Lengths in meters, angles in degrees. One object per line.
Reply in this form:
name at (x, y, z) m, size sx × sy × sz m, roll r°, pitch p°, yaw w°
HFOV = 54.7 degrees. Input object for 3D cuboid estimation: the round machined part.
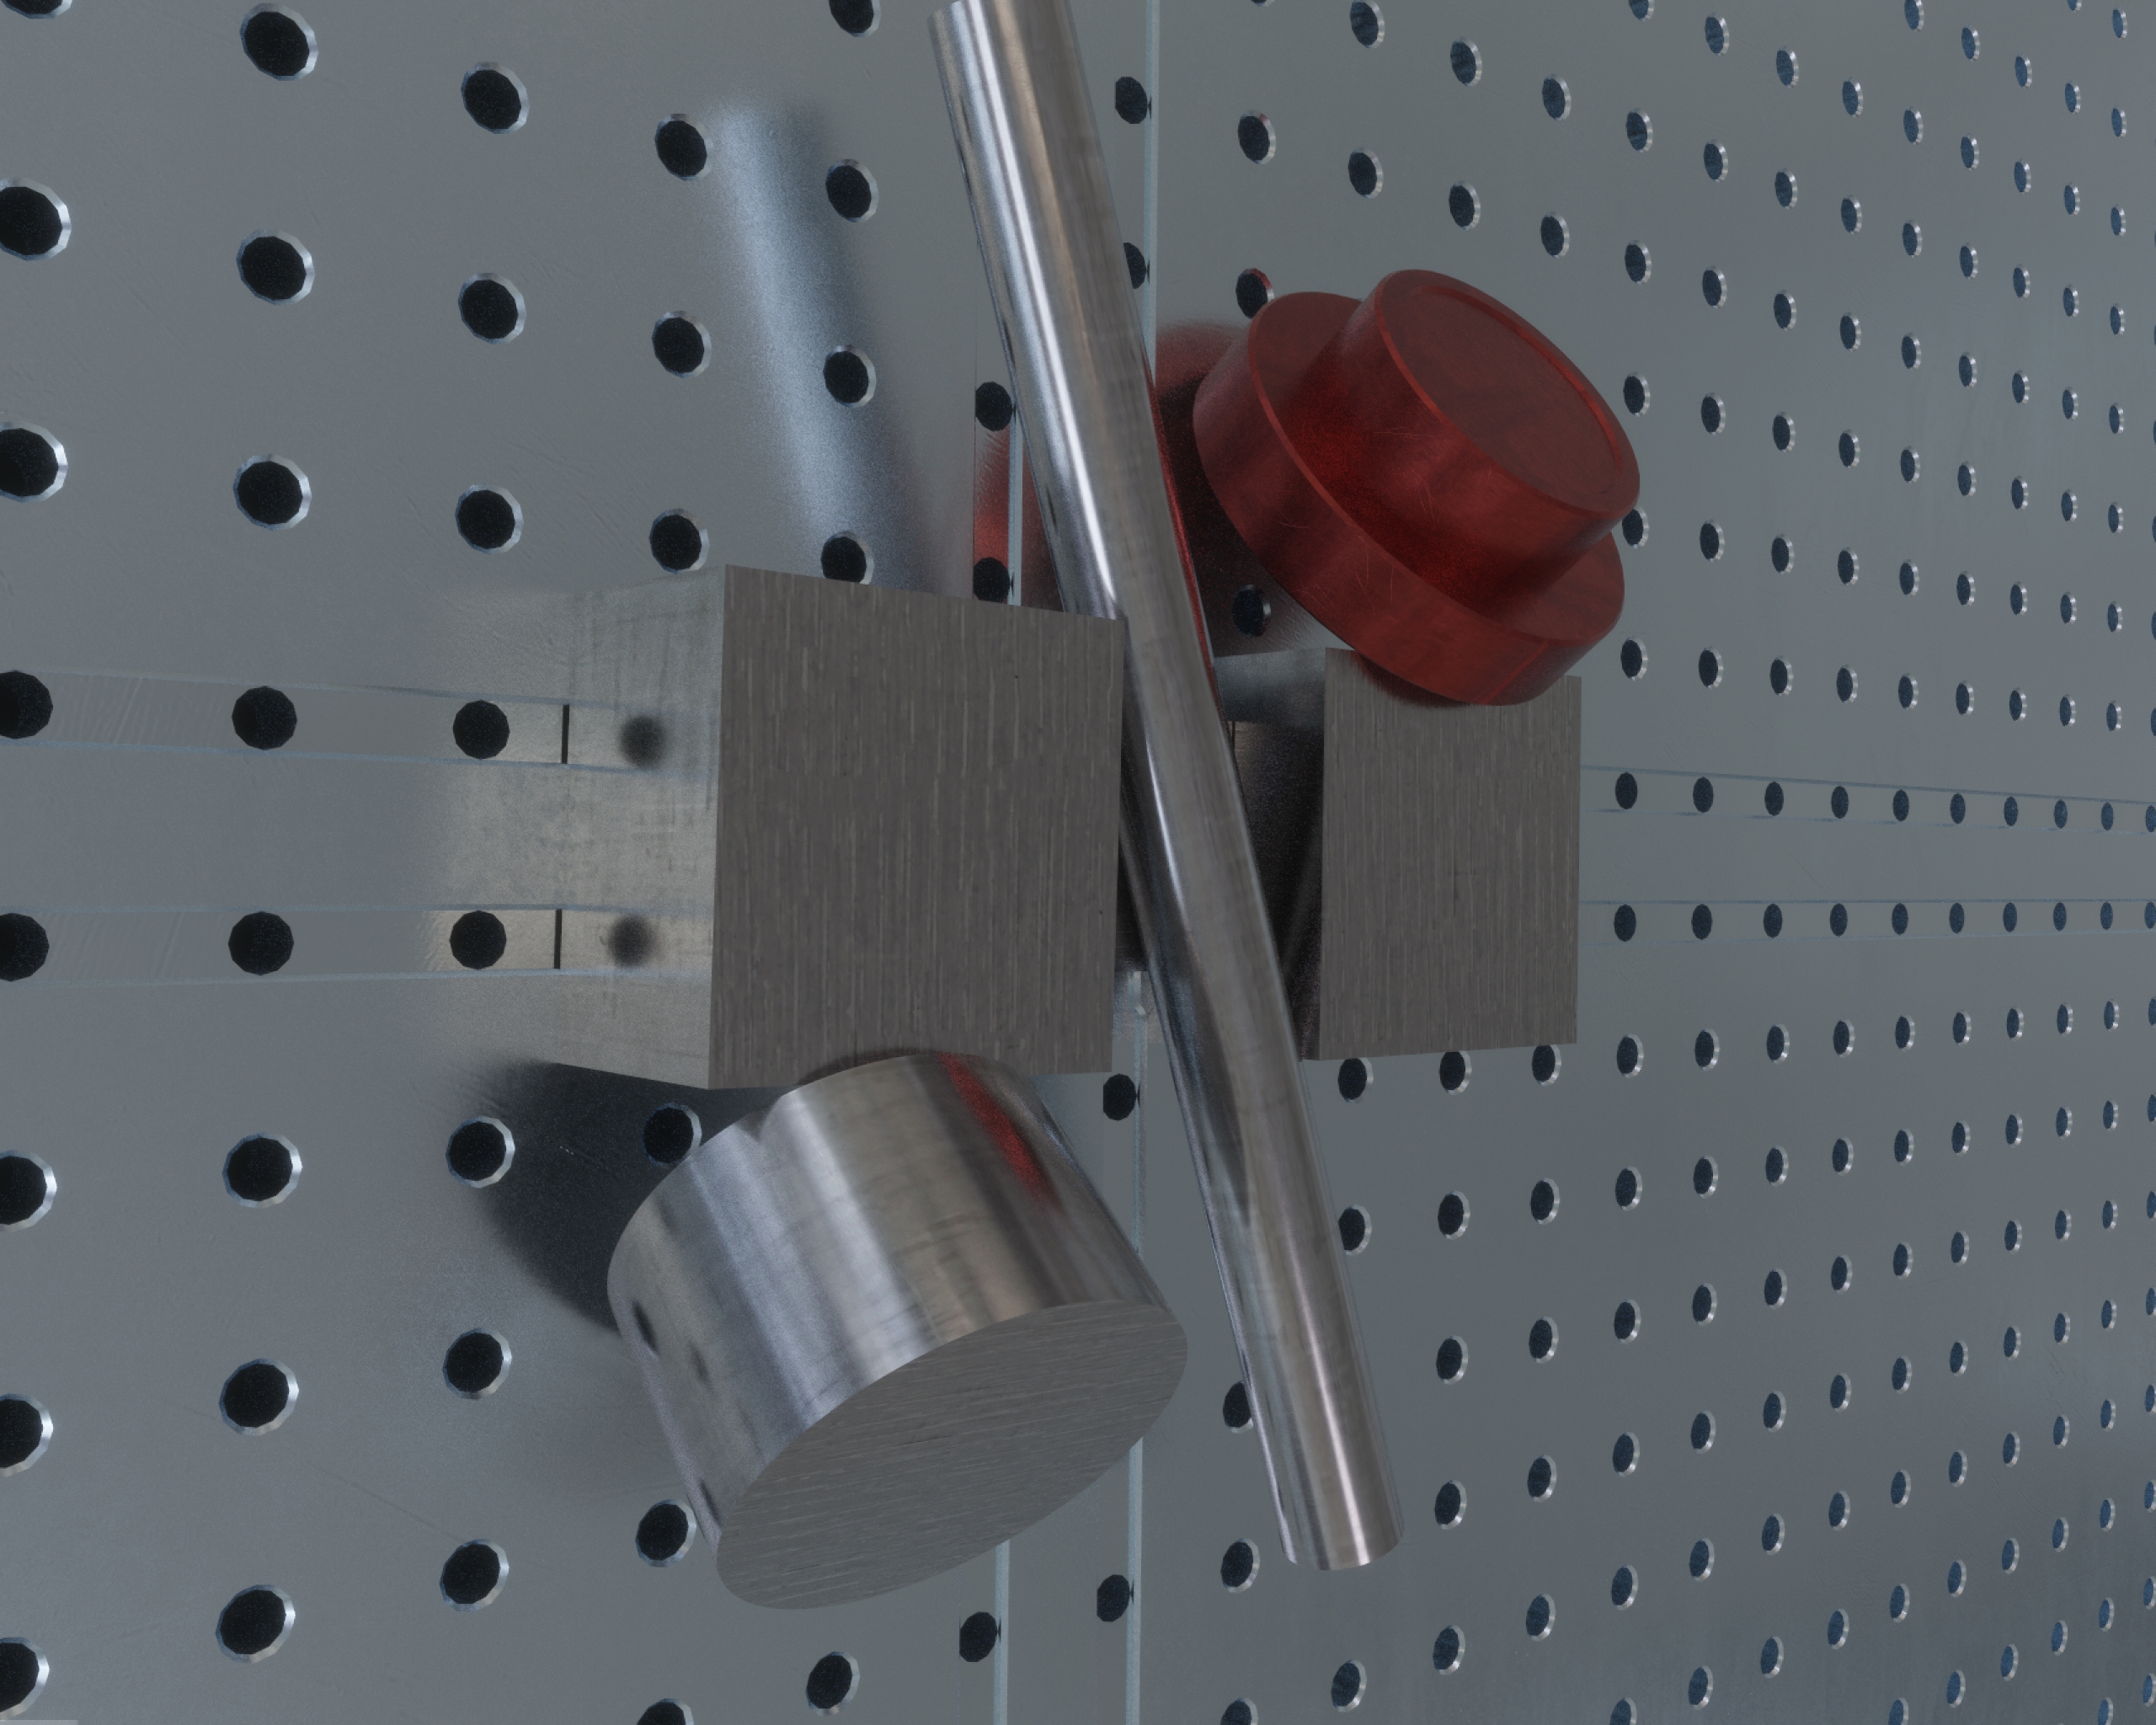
round machined part at (0.076, -0.083, 0.430) m, size 0.099 × 0.042 × 0.098 m, roll 23°, pitch 43°, yaw -23°

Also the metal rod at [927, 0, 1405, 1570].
metal rod at (0.020, -0.007, 0.392) m, size 0.025 × 0.025 × 0.298 m, roll -22°, pitch 104°, yaw -38°

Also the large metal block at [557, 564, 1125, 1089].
large metal block at (-0.040, -0.004, 0.360) m, size 0.081 × 0.050 × 0.080 m, roll 3°, pitch 89°, yaw -40°

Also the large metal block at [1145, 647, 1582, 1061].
large metal block at (0.062, -0.001, 0.446) m, size 0.081 × 0.050 × 0.080 m, roll 1°, pitch 89°, yaw -40°

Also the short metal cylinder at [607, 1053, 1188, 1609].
short metal cylinder at (-0.030, 0.077, 0.341) m, size 0.081 × 0.050 × 0.080 m, roll -21°, pitch 143°, yaw -17°

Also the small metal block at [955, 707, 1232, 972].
small metal block at (0.003, -0.004, 0.413) m, size 0.050 × 0.025 × 0.050 m, roll 1°, pitch 90°, yaw -40°
